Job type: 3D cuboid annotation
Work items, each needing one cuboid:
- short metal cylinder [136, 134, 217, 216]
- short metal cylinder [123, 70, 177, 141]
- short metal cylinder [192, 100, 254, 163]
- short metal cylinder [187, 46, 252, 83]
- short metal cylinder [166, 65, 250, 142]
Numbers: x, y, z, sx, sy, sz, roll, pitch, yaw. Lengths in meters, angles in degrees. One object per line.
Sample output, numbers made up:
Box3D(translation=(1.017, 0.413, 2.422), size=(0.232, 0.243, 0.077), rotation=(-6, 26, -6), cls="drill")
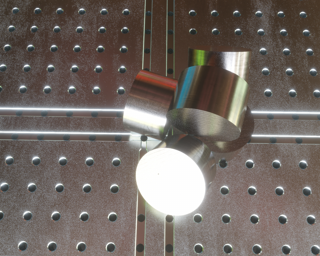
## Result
Box3D(translation=(0.020, 0.052, 0.357), size=(0.080, 0.050, 0.079), rotation=(7, 108, 22), cls="short metal cylinder")
Box3D(translation=(-0.008, -0.029, 0.393), size=(0.050, 0.080, 0.080), rotation=(18, 71, 6), cls="short metal cylinder")
Box3D(translation=(0.074, 0.001, 0.398), size=(0.081, 0.050, 0.080), rotation=(0, 69, 0), cls="short metal cylinder")
Box3D(translation=(0.076, -0.078, 0.404), size=(0.080, 0.080, 0.050), rotation=(2, 110, 1), cls="short metal cylinder")
Box3D(translation=(0.053, -0.024, 0.338), size=(0.080, 0.080, 0.050), rotation=(16, 71, 6), cls="short metal cylinder")
